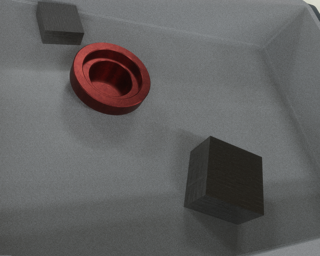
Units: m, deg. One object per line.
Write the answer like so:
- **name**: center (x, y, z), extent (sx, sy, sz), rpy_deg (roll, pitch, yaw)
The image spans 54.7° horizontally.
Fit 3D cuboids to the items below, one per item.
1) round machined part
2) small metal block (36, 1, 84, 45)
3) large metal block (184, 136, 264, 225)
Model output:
- **round machined part**: center (-0.066, -0.058, 0.396), extent (0.099, 0.042, 0.098), rpy_deg (14, 56, -21)
- **small metal block**: center (-0.136, -0.141, 0.419), extent (0.050, 0.025, 0.050), rpy_deg (-6, 65, -31)
- **large metal block**: center (0.082, 0.068, 0.394), extent (0.080, 0.050, 0.080), rpy_deg (22, 53, -15)
